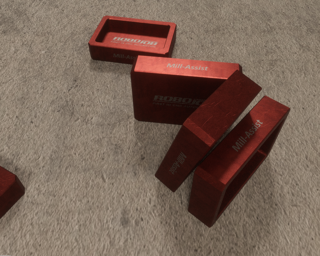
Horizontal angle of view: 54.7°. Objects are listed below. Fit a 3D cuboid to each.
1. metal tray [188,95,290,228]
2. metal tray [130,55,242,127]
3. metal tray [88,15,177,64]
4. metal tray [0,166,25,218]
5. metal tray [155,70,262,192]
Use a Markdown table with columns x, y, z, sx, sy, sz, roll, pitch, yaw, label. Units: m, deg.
| x | y | z | sx | sy | sz | roll | pitch | yaw | label |
| --- | --- | --- | --- | --- | --- | --- | --- | --- | --- |
| 0.084 | 0.035 | 0.332 | 0.030 | 0.089 | 0.131 | 34 | 58 | 25 | metal tray |
| 0.032 | -0.043 | 0.397 | 0.131 | 0.089 | 0.030 | 5 | 51 | 4 | metal tray |
| -0.043 | -0.147 | 0.522 | 0.131 | 0.030 | 0.090 | 8 | 50 | 6 | metal tray |
| -0.224 | 0.088 | 0.323 | 0.090 | 0.030 | 0.130 | 24 | 54 | 18 | metal tray |
| 0.046 | 0.009 | 0.326 | 0.030 | 0.129 | 0.090 | 41 | 59 | 10 | metal tray |
